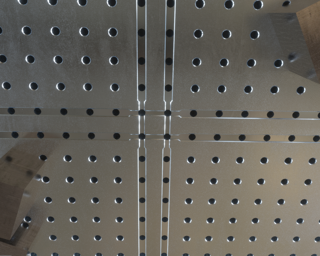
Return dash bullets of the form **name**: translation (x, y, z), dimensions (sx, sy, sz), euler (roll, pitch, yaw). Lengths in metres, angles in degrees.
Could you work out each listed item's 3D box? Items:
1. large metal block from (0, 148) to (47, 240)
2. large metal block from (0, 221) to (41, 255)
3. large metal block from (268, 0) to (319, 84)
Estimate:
- **large metal block**: translation (-0.199, 0.085, 0.413), dimensions (0.050, 0.080, 0.079), euler (20, 109, -8)
- **large metal block**: translation (-0.239, 0.182, 0.464), dimensions (0.080, 0.050, 0.080), euler (24, 108, -9)
- **large metal block**: translation (0.173, -0.104, 0.348), dimensions (0.050, 0.080, 0.080), euler (-26, 108, 9)
